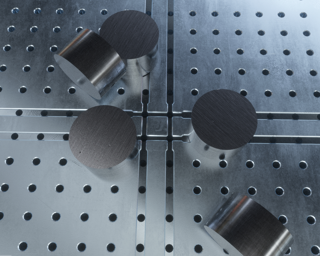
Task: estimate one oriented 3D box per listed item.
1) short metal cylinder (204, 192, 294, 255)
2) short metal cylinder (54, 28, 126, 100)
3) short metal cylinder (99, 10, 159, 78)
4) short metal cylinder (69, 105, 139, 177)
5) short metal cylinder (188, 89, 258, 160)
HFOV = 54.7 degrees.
[{"bbox_3d":[0.096,0.117,0.340,0.080,0.080,0.050,42,75,13],"label":"short metal cylinder"},{"bbox_3d":[-0.092,-0.084,0.412,0.080,0.080,0.050,37,74,12],"label":"short metal cylinder"},{"bbox_3d":[-0.041,-0.119,0.441,0.081,0.050,0.080,0,70,0],"label":"short metal cylinder"},{"bbox_3d":[-0.068,0.018,0.391,0.081,0.050,0.080,0,70,0],"label":"short metal cylinder"},{"bbox_3d":[0.078,-0.003,0.400,0.081,0.050,0.080,0,70,0],"label":"short metal cylinder"}]
